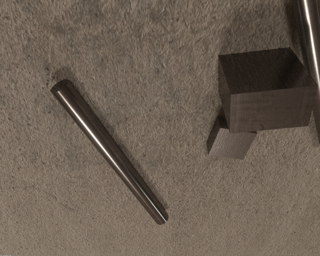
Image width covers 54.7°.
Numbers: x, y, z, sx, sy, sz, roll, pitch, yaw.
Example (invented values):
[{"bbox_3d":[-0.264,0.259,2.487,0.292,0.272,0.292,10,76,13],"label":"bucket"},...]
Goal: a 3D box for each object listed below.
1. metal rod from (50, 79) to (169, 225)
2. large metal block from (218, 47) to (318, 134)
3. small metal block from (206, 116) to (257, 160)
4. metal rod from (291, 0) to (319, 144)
[{"bbox_3d":[-0.057,0.054,0.452,0.025,0.025,0.299,-19,128,15],"label":"metal rod"},{"bbox_3d":[0.110,-0.043,0.337,0.080,0.080,0.050,-6,130,4],"label":"large metal block"},{"bbox_3d":[0.096,0.014,0.421,0.050,0.025,0.050,9,130,-8],"label":"small metal block"},{"bbox_3d":[0.168,-0.085,0.337,0.025,0.025,0.299,-20,128,16],"label":"metal rod"}]
